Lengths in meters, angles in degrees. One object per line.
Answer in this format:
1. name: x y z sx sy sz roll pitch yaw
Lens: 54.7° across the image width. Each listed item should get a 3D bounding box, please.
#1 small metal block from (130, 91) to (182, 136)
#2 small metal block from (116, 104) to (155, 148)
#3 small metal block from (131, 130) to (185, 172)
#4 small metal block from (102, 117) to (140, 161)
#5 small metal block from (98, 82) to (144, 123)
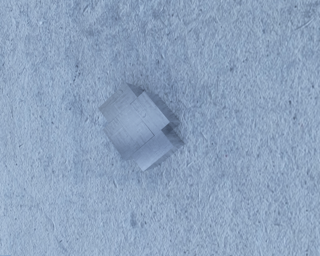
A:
1. small metal block: -0.004 -0.018 0.397 0.025 0.050 0.050 -42 77 15
2. small metal block: -0.023 -0.002 0.403 0.025 0.050 0.050 -42 77 15
3. small metal block: -0.001 0.028 0.396 0.050 0.050 0.025 -41 78 15
4. small metal block: -0.041 0.014 0.410 0.025 0.050 0.050 -42 77 15
5. small metal block: -0.045 -0.031 0.411 0.050 0.050 0.025 -41 78 15
